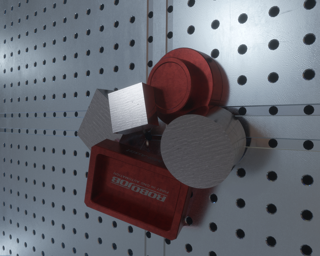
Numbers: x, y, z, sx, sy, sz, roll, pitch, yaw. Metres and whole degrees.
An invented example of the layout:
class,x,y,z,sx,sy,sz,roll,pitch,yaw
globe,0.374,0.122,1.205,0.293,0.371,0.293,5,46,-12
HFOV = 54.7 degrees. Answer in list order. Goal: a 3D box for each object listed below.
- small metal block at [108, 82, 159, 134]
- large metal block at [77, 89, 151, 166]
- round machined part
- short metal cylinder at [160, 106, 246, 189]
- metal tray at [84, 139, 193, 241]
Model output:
class,x,y,z,sx,sy,sz,roll,pitch,yaw
small metal block,-0.033,-0.022,0.376,0.050,0.025,0.050,-14,78,28
large metal block,-0.065,0.000,0.447,0.080,0.050,0.080,43,116,31
round machined part,0.022,-0.050,0.380,0.098,0.042,0.097,0,90,40
short metal cylinder,0.048,0.019,0.339,0.080,0.050,0.079,8,108,27
metal tray,-0.028,0.075,0.392,0.130,0.030,0.089,17,109,16
